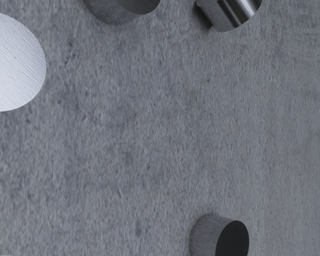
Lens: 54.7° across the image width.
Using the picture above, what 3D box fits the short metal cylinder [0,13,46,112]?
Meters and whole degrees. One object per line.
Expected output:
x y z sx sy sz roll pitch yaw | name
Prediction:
-0.147 -0.053 0.266 0.081 0.050 0.079 0 90 -40 | short metal cylinder

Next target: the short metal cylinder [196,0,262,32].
0.101 -0.189 0.456 0.050 0.080 0.080 43 64 -32 | short metal cylinder

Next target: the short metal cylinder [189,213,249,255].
0.090 0.174 0.467 0.081 0.050 0.079 0 90 -40 | short metal cylinder

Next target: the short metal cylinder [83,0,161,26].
-0.044 -0.164 0.353 0.081 0.050 0.079 0 90 -40 | short metal cylinder
